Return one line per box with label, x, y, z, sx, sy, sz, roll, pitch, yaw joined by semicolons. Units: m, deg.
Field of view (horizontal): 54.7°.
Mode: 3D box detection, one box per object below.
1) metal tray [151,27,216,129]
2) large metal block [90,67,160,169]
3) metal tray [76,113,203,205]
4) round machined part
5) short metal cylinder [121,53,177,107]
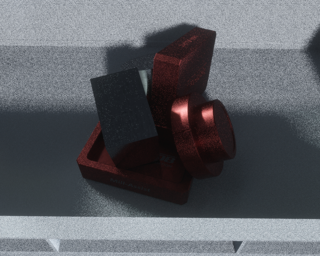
metal tray;0.032;-0.069;0.399;0.030;0.089;0.131;19;37;19
large metal block;-0.036;-0.006;0.342;0.050;0.080;0.080;-15;68;-5
metal tray;-0.020;0.031;0.373;0.131;0.030;0.090;13;51;11
round machined part;0.054;0.006;0.347;0.042;0.098;0.098;-17;45;26
short metal cylinder;-0.008;-0.068;0.425;0.080;0.050;0.080;-10;27;5
